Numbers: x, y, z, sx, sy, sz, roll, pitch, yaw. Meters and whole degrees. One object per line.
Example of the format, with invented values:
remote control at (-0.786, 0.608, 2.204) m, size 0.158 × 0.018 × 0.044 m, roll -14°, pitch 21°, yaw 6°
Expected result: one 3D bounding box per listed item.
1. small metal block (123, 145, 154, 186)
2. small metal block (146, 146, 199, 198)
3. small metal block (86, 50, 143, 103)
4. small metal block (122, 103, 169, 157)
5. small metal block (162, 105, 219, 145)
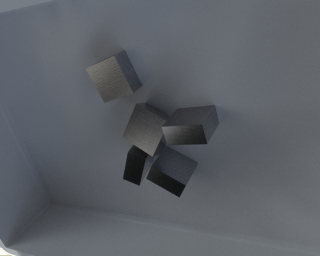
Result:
small metal block at (-0.026, 0.042, 0.430) m, size 0.025 × 0.050 × 0.050 m, roll 21°, pitch 127°, yaw 9°
small metal block at (0.017, 0.058, 0.418) m, size 0.050 × 0.050 × 0.025 m, roll 28°, pitch 128°, yaw 10°
small metal block at (-0.059, -0.065, 0.398) m, size 0.050 × 0.025 × 0.050 m, roll -14°, pitch 111°, yaw 33°
small metal block at (-0.014, 0.001, 0.400) m, size 0.050 × 0.025 × 0.050 m, roll 31°, pitch 108°, yaw 20°
small metal block at (0.037, -0.004, 0.370) m, size 0.050 × 0.050 × 0.025 m, roll -3°, pitch 117°, yaw 29°
